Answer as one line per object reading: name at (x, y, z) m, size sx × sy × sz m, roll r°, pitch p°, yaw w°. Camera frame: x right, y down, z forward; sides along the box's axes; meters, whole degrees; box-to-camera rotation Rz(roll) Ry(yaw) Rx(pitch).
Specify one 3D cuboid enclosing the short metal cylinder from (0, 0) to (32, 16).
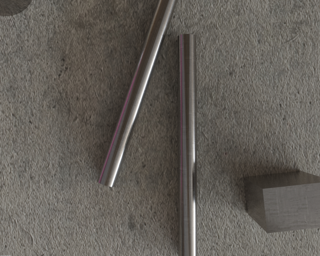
short metal cylinder at (-0.209, -0.191, 0.395) m, size 0.081 × 0.050 × 0.079 m, roll 0°, pitch 90°, yaw -1°

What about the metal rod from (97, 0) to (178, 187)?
metal rod at (-0.024, -0.068, 0.409) m, size 0.025 × 0.025 × 0.298 m, roll 19°, pitch 90°, yaw -1°

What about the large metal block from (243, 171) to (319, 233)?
large metal block at (0.157, 0.088, 0.385) m, size 0.081 × 0.080 × 0.050 m, roll -6°, pitch 90°, yaw -1°

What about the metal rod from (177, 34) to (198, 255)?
metal rod at (0.036, 0.028, 0.410) m, size 0.025 × 0.025 × 0.298 m, roll 0°, pitch 90°, yaw -1°
